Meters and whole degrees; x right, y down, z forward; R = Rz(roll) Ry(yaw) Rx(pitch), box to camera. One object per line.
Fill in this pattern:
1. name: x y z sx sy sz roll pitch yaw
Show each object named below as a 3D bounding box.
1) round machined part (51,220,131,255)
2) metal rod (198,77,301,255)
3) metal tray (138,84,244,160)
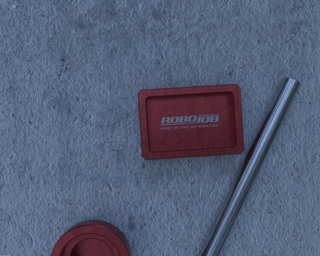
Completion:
1. round machined part: -0.086 0.167 0.401 0.099 0.042 0.097 0 90 -1
2. metal rod: 0.111 0.073 0.411 0.025 0.025 0.299 26 90 -1
3. metal tray: 0.040 -0.008 0.407 0.131 0.030 0.089 -4 90 -1
